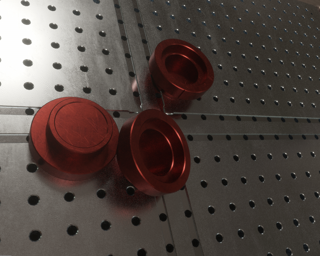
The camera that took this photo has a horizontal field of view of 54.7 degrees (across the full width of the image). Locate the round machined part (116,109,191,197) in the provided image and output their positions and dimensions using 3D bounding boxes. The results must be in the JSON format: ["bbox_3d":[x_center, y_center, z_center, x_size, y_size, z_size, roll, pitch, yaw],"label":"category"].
[{"bbox_3d":[-0.011,0.031,0.360,0.098,0.042,0.098,25,54,-40],"label":"round machined part"}]

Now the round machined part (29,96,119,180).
[{"bbox_3d":[-0.092,0.005,0.346,0.099,0.042,0.098,14,56,-21],"label":"round machined part"}]

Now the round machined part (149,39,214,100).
[{"bbox_3d":[0.028,-0.082,0.465,0.099,0.042,0.098,14,56,-21],"label":"round machined part"}]
